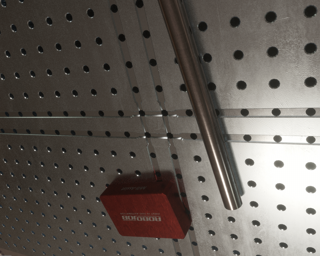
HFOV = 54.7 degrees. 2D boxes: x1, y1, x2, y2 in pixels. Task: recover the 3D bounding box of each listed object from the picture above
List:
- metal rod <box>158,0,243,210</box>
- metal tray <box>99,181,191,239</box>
[{"bbox_3d":[0.051,-0.026,0.367,0.025,0.025,0.298,-7,115,31],"label":"metal rod"},{"bbox_3d":[-0.025,0.134,0.502,0.130,0.030,0.090,-10,114,32],"label":"metal tray"}]
